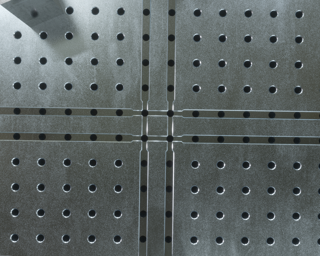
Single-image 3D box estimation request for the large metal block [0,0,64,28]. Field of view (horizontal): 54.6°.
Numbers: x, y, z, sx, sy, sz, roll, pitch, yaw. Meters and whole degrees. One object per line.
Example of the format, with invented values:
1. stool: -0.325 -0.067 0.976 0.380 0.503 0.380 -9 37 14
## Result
1. large metal block: -0.170 -0.184 0.385 0.050 0.080 0.080 -23 90 0
